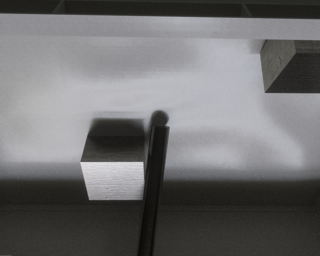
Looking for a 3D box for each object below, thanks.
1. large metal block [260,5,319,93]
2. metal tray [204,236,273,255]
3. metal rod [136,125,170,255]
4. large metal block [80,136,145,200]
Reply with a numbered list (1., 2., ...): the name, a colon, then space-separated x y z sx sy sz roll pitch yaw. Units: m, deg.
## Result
1. large metal block: 0.155 -0.074 0.310 0.081 0.050 0.080 0 161 -1
2. metal tray: 0.162 0.266 0.638 0.131 0.030 0.090 -11 130 8
3. metal rod: -0.017 0.144 0.429 0.025 0.025 0.298 6 97 -6
4. large metal block: -0.062 0.058 0.441 0.081 0.050 0.079 0 130 -1
